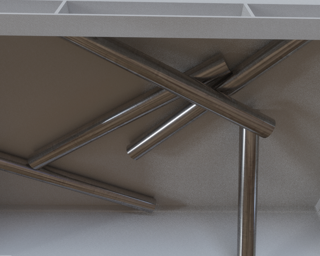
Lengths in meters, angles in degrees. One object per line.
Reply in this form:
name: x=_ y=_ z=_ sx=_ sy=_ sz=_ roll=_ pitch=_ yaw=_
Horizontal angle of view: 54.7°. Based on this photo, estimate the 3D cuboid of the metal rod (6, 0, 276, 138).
metal rod: x=-0.009 y=-0.062 z=0.330 sx=0.301 sy=0.025 sz=0.025 roll=25 pitch=126 yaw=-11

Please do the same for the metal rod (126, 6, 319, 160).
metal rod: x=0.071 y=-0.044 z=0.372 sx=0.299 sy=0.025 sz=0.025 roll=-35 pitch=122 yaw=26

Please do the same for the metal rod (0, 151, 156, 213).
metal rod: x=-0.147 y=0.079 z=0.474 sx=0.302 sy=0.025 sz=0.025 roll=21 pitch=127 yaw=-17

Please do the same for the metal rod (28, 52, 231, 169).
metal rod: x=-0.053 y=-0.013 z=0.397 sx=0.300 sy=0.025 sz=0.025 roll=-26 pitch=126 yaw=20

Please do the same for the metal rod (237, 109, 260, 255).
metal rod: x=0.119 y=0.123 z=0.422 sx=0.025 sy=0.025 sz=0.298 roll=-2 pitch=101 yaw=1
